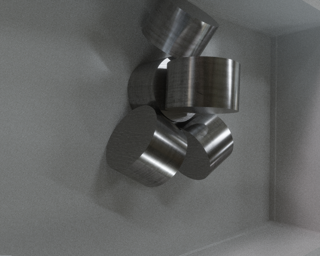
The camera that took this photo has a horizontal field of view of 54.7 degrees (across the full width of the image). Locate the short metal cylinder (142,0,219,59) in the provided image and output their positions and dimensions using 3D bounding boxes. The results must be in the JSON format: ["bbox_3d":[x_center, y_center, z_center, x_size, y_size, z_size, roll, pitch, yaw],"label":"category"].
[{"bbox_3d":[0.025,-0.124,0.381,0.081,0.080,0.050,5,130,-40],"label":"short metal cylinder"}]

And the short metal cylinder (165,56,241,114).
[{"bbox_3d":[0.047,-0.044,0.342,0.081,0.080,0.050,4,88,-40],"label":"short metal cylinder"}]

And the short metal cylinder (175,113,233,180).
[{"bbox_3d":[0.049,0.021,0.409,0.050,0.080,0.080,-35,112,-34],"label":"short metal cylinder"}]

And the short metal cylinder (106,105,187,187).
[{"bbox_3d":[-0.016,0.021,0.355,0.050,0.080,0.080,36,68,-34],"label":"short metal cylinder"}]

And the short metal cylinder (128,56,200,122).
[{"bbox_3d":[0.007,-0.047,0.393,0.081,0.050,0.080,0,90,-40],"label":"short metal cylinder"}]
